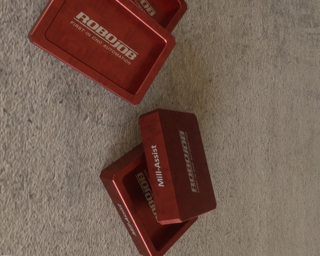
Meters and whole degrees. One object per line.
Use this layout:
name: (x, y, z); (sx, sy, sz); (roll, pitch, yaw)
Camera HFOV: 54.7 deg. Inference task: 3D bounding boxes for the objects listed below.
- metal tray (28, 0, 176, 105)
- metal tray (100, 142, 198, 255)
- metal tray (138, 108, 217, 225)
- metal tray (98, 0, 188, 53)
metal tray: (-0.056, -0.094, 0.330); (0.131, 0.030, 0.090); (32, 89, -32)
metal tray: (-0.009, 0.088, 0.393); (0.091, 0.030, 0.129); (-36, 112, -34)
metal tray: (0.024, 0.044, 0.385); (0.091, 0.030, 0.129); (4, 71, -54)
metal tray: (-0.031, -0.166, 0.374); (0.130, 0.030, 0.090); (45, 63, -31)
